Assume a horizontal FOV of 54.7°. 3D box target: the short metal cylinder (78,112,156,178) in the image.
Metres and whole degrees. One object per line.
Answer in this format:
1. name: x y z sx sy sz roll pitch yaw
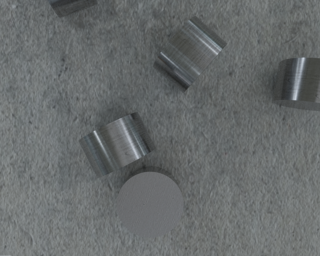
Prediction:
1. short metal cylinder: -0.052 0.020 0.382 0.080 0.080 0.050 -27 90 0

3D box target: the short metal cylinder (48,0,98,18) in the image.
1. short metal cylinder: -0.117 -0.184 0.381 0.050 0.080 0.080 -21 90 0

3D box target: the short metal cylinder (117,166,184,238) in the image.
1. short metal cylinder: -0.012 0.092 0.397 0.081 0.050 0.079 0 90 -1

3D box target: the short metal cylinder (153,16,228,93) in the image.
1. short metal cylinder: 0.037 -0.089 0.383 0.050 0.080 0.080 41 90 -1

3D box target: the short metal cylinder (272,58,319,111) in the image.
1. short metal cylinder: 0.186 -0.052 0.385 0.080 0.080 0.050 10 90 -1
